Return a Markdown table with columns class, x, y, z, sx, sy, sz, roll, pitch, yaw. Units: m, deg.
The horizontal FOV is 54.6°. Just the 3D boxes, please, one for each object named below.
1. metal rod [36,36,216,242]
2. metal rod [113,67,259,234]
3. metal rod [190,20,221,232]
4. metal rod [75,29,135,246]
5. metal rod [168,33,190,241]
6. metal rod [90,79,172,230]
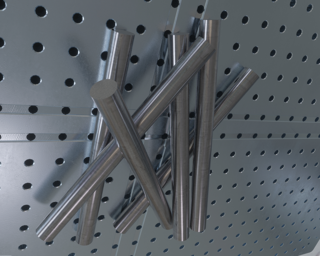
| class | x | y | z | sx | sy | sz | roll | pitch | yaw |
| --- | --- | --- | --- | --- | --- | --- | --- | --- | --- |
| metal rod | -0.045 | 0.019 | 0.362 | 0.299 | 0.025 | 0.025 | -49 | 129 | 8 |
| metal rod | 0.034 | 0.037 | 0.451 | 0.025 | 0.025 | 0.299 | 34 | 99 | -38 |
| metal rod | 0.058 | 0.011 | 0.419 | 0.025 | 0.025 | 0.298 | -9 | 113 | -23 |
| metal rod | -0.074 | 0.030 | 0.388 | 0.025 | 0.025 | 0.298 | 1 | 118 | -29 |
| metal rod | 0.027 | 0.028 | 0.416 | 0.025 | 0.025 | 0.298 | -12 | 116 | -22 |
| metal rod | -0.018 | 0.058 | 0.381 | 0.025 | 0.025 | 0.299 | -30 | 140 | -9 |
